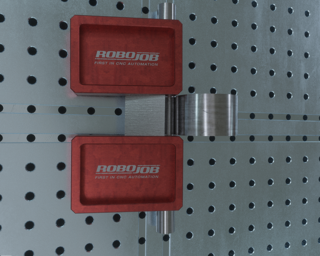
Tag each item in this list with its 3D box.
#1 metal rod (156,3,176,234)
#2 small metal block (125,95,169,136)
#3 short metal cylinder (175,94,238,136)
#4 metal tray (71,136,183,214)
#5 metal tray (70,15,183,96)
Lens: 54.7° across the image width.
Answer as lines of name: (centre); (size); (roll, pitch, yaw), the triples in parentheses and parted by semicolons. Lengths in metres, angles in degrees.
metal rod: (0.008, -0.013, 0.411); (0.025, 0.025, 0.298); (0, 90, -20)
small metal block: (-0.016, -0.016, 0.392); (0.050, 0.025, 0.050); (1, 90, 11)
short metal cylinder: (0.060, -0.016, 0.402); (0.081, 0.080, 0.050); (0, 90, -20)
metal tray: (-0.039, 0.054, 0.377); (0.131, 0.030, 0.089); (0, 90, -8)
metal tray: (-0.040, -0.085, 0.377); (0.131, 0.030, 0.089); (0, 90, -8)
